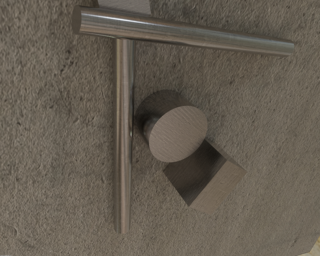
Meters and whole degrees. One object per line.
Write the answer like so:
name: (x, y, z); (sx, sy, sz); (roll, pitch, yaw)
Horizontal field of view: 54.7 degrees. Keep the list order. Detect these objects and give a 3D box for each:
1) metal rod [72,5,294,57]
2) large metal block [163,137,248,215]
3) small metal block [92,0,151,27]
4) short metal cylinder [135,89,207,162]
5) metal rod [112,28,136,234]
metal rod: (0.053, -0.103, 0.353); (0.303, 0.025, 0.025); (-4, 121, -34)
large metal block: (0.062, 0.063, 0.446); (0.050, 0.080, 0.080); (30, 102, -38)
small metal block: (-0.040, -0.133, 0.304); (0.050, 0.025, 0.050); (-22, 127, -16)
short metal cylinder: (0.013, -0.003, 0.398); (0.081, 0.050, 0.079); (-14, 125, -21)
metal rod: (-0.047, 0.022, 0.395); (0.025, 0.025, 0.298); (-10, 123, -24)
